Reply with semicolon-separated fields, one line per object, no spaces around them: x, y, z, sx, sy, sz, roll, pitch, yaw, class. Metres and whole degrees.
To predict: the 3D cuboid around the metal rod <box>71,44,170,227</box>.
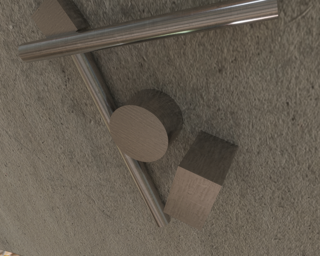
-0.051;0.021;0.445;0.025;0.025;0.299;-11;113;32;metal rod

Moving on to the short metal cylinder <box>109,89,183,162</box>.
-0.017;-0.004;0.396;0.080;0.050;0.079;13;124;20;short metal cylinder

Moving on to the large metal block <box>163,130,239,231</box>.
0.051;0.063;0.382;0.050;0.080;0.079;24;127;13;large metal block

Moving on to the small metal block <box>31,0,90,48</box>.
-0.125;-0.134;0.388;0.050;0.025;0.050;-26;104;36;small metal block

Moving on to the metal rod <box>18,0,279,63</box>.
-0.032;-0.104;0.338;0.301;0.025;0.025;-3;117;22;metal rod
